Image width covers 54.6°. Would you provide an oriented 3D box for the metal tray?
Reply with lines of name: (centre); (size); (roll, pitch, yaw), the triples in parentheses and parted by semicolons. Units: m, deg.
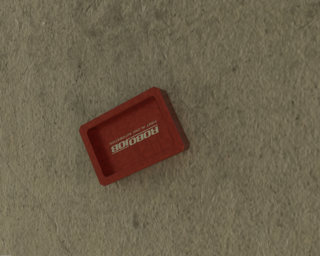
metal tray: (-0.037, 0.013, 0.419); (0.130, 0.030, 0.090); (-26, 82, 18)
